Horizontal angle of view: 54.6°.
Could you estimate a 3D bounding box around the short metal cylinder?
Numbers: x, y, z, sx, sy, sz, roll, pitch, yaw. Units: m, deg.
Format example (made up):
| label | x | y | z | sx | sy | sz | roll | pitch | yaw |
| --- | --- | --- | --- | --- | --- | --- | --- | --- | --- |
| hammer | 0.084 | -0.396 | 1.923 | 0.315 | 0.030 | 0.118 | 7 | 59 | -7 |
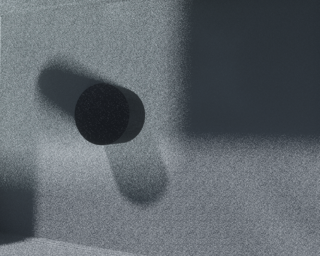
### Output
| label | x | y | z | sx | sy | sz | roll | pitch | yaw |
| --- | --- | --- | --- | --- | --- | --- | --- | --- | --- |
| short metal cylinder | -0.067 | -0.018 | 0.421 | 0.080 | 0.050 | 0.080 | 0 | 90 | 20 |
